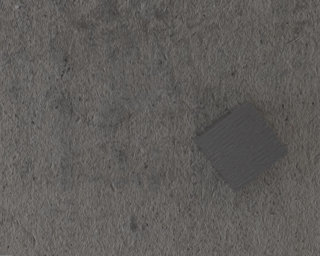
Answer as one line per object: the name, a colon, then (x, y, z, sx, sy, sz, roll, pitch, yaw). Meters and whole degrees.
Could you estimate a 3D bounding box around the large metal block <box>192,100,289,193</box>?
large metal block: (0.099, 0.022, 0.398, 0.080, 0.050, 0.080, -37, 90, 0)
